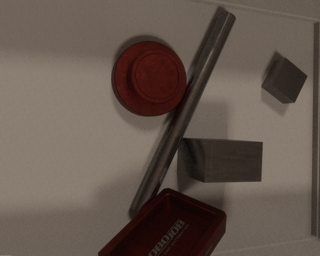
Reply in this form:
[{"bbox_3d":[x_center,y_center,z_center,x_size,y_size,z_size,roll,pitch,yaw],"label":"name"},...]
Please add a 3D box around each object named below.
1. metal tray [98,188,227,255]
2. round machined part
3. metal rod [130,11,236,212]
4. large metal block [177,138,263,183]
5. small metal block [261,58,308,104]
[{"bbox_3d":[0.007,0.129,0.352,0.131,0.090,0.030,-36,133,-44],"label":"metal tray"},{"bbox_3d":[-0.010,-0.064,0.399,0.099,0.042,0.097,0,90,-21],"label":"round machined part"},{"bbox_3d":[0.035,-0.027,0.424,0.025,0.025,0.299,28,81,-18],"label":"metal rod"},{"bbox_3d":[0.076,0.040,0.411,0.081,0.080,0.050,3,89,-20],"label":"large metal block"},{"bbox_3d":[0.195,-0.073,0.484,0.050,0.025,0.050,33,79,-18],"label":"small metal block"}]
